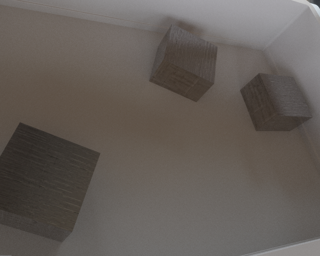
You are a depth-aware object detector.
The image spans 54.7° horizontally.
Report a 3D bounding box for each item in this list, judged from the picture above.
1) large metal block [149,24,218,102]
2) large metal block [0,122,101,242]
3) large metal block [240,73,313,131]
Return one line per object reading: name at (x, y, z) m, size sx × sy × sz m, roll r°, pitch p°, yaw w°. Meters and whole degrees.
large metal block at (0.037, -0.098, 0.469) m, size 0.080 × 0.050 × 0.080 m, roll 22°, pitch 53°, yaw -15°
large metal block at (-0.113, 0.053, 0.296) m, size 0.080 × 0.050 × 0.080 m, roll 23°, pitch 53°, yaw -14°
large metal block at (0.193, -0.041, 0.518) m, size 0.081 × 0.050 × 0.080 m, roll 0°, pitch 62°, yaw -28°
